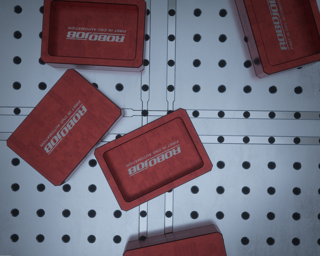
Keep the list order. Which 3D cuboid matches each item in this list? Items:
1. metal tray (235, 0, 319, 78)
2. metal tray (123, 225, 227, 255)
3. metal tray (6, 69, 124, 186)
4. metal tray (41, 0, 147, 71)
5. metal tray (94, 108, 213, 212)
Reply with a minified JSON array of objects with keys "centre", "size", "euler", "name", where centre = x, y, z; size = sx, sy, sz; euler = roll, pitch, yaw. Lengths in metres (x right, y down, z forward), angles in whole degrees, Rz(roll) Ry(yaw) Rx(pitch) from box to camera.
[{"centre":[0.160,-0.141,0.411],"size":[0.090,0.030,0.129],"euler":[-16,90,0],"name":"metal tray"},{"centre":[0.024,0.189,0.411],"size":[0.131,0.030,0.090],"euler":[-12,90,0],"name":"metal tray"},{"centre":[-0.123,-0.001,0.410],"size":[0.090,0.030,0.130],"euler":[41,90,0],"name":"metal tray"},{"centre":[-0.085,-0.125,0.410],"size":[0.131,0.030,0.090],"euler":[3,90,0],"name":"metal tray"},{"centre":[-0.008,0.040,0.410],"size":[0.130,0.030,0.090],"euler":[-26,90,0],"name":"metal tray"}]
